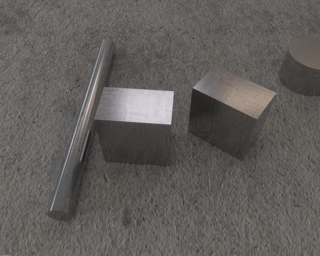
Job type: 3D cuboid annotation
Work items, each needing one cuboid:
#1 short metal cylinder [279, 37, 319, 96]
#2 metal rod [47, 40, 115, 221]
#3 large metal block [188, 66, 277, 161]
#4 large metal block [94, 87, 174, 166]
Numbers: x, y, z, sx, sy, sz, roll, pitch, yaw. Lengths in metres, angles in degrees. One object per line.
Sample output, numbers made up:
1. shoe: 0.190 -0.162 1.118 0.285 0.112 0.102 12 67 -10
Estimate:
1. short metal cylinder: 0.228 -0.094 0.468 0.081 0.050 0.080 0 50 0
2. metal rod: -0.096 -0.023 0.421 0.025 0.025 0.300 3 50 2
3. large metal block: 0.085 -0.017 0.383 0.080 0.080 0.050 30 56 22
4. large metal block: -0.026 0.000 0.367 0.080 0.080 0.050 4 50 3
